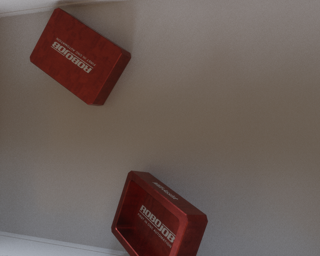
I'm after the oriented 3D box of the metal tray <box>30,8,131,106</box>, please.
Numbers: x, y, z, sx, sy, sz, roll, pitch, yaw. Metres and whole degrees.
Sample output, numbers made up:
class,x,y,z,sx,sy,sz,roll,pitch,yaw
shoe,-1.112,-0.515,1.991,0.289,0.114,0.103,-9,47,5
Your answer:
class,x,y,z,sx,sy,sz,roll,pitch,yaw
metal tray,-0.118,-0.102,0.449,0.130,0.030,0.090,36,101,16

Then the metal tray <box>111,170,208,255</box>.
class,x,y,z,sx,sy,sz,roll,pitch,yaw
metal tray,-0.008,0.117,0.373,0.130,0.030,0.089,26,100,53
